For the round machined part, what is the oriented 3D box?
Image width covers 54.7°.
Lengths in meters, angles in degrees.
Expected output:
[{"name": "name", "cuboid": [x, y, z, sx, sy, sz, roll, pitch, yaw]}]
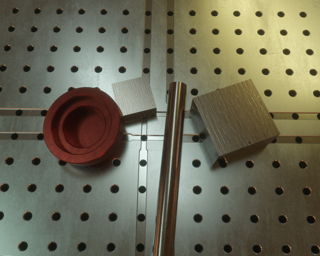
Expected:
[{"name": "round machined part", "cuboid": [-0.093, 0.001, 0.396, 0.098, 0.042, 0.098, -2, 74, 8]}]

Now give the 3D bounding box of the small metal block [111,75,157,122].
[{"name": "small metal block", "cuboid": [-0.035, -0.039, 0.426, 0.050, 0.025, 0.050, -14, 71, -5]}]

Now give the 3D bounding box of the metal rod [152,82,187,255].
[{"name": "metal rod", "cuboid": [0.010, 0.081, 0.382, 0.025, 0.025, 0.299, 6, 70, 2]}]

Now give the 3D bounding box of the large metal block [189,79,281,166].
[{"name": "large metal block", "cuboid": [0.093, -0.007, 0.401, 0.080, 0.050, 0.080, -19, 71, -7]}]
